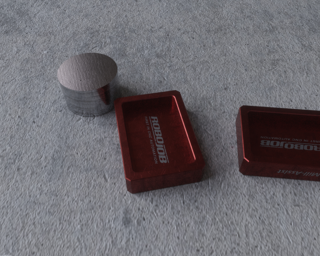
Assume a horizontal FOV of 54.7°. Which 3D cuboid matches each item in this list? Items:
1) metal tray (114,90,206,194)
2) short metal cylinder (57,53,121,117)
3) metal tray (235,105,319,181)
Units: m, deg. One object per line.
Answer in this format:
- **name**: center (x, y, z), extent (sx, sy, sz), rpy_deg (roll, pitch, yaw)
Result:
- **metal tray**: center (-0.005, 0.012, 0.389), extent (0.091, 0.030, 0.130), rpy_deg (-9, 51, -8)
- **short metal cylinder**: center (-0.098, -0.062, 0.438), extent (0.081, 0.050, 0.080), rpy_deg (0, 50, 0)
- **metal tray**: center (0.165, 0.018, 0.385), extent (0.131, 0.030, 0.090), rpy_deg (4, 50, 3)
